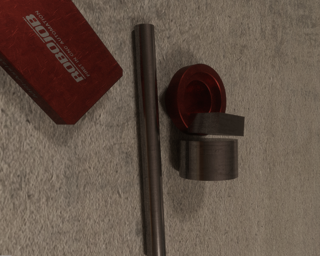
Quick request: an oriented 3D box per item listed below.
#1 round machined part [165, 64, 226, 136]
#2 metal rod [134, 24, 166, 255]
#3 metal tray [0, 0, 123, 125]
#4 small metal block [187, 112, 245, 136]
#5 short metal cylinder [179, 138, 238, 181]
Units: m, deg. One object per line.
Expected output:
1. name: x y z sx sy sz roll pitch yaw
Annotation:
1. round machined part: 0.046 -0.038 0.434 0.099 0.042 0.097 0 90 -40
2. metal rod: -0.012 0.021 0.396 0.025 0.025 0.298 -5 94 -40
3. metal tray: -0.108 -0.077 0.312 0.090 0.030 0.130 -52 121 -27
4. small metal block: 0.072 -0.004 0.396 0.050 0.050 0.025 6 86 -40
5. short metal cylinder: 0.067 0.041 0.427 0.081 0.080 0.050 -2 91 -40
